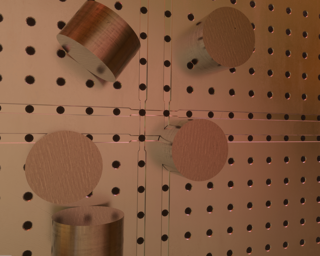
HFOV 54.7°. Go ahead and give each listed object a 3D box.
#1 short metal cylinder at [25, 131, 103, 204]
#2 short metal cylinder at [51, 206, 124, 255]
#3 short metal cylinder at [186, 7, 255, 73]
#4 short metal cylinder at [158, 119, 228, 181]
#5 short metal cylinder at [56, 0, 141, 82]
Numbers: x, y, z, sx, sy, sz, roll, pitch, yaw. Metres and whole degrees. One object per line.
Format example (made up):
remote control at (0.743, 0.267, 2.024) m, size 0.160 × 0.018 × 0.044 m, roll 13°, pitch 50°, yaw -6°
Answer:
short metal cylinder at (-0.111, 0.042, 0.359) m, size 0.081 × 0.050 × 0.079 m, roll 0°, pitch 90°, yaw -21°
short metal cylinder at (-0.082, 0.124, 0.354) m, size 0.081 × 0.080 × 0.050 m, roll 1°, pitch 90°, yaw -20°
short metal cylinder at (0.083, -0.120, 0.431) m, size 0.081 × 0.050 × 0.079 m, roll 0°, pitch 90°, yaw -21°
short metal cylinder at (0.043, 0.028, 0.417) m, size 0.081 × 0.050 × 0.079 m, roll 0°, pitch 90°, yaw -21°
short metal cylinder at (-0.070, -0.098, 0.358) m, size 0.080 × 0.080 × 0.050 m, roll 38°, pitch 78°, yaw -17°
